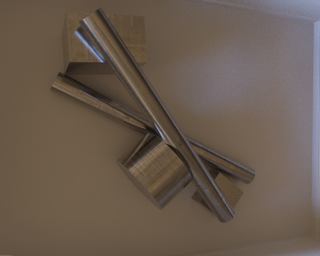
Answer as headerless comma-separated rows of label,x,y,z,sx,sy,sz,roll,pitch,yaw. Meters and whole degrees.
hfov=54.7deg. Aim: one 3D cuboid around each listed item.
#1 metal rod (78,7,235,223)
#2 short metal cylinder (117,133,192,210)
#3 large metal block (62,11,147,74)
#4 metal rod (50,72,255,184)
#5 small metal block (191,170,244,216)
metal rod,0.012,0.005,0.352,0.025,0.025,0.299,-42,116,-15
short metal cylinder,-0.007,0.053,0.377,0.050,0.080,0.080,-42,104,-15
large metal block,-0.067,-0.093,0.356,0.081,0.080,0.050,-4,92,-20
metal rod,0.004,0.008,0.412,0.301,0.025,0.025,26,81,-19
small metal block,0.082,0.096,0.441,0.050,0.025,0.050,40,77,-16
